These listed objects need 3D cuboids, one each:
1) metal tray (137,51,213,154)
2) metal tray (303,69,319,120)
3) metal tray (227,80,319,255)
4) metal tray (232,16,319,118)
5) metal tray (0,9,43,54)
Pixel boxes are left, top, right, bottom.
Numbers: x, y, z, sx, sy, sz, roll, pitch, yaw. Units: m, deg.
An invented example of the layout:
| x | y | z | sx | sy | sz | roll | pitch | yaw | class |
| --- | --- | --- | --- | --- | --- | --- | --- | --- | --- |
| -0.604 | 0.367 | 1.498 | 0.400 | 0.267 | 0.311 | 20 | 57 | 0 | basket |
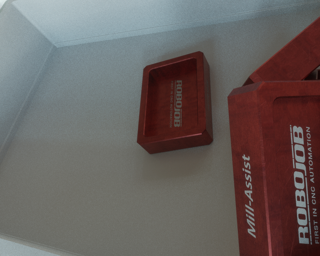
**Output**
| x | y | z | sx | sy | sz | roll | pitch | yaw | class |
| --- | --- | --- | --- | --- | --- | --- | --- | --- | --- |
| 0.020 | -0.035 | 0.413 | 0.090 | 0.030 | 0.130 | -11 | 57 | 22 | metal tray |
| 0.179 | -0.037 | 0.274 | 0.090 | 0.131 | 0.030 | -1 | 103 | 27 | metal tray |
| 0.094 | 0.036 | 0.196 | 0.030 | 0.091 | 0.129 | 174 | 92 | -69 | metal tray |
| 0.122 | -0.055 | 0.309 | 0.090 | 0.130 | 0.030 | -40 | 83 | 1 | metal tray |
| -0.344 | -0.230 | 0.728 | 0.130 | 0.030 | 0.090 | 26 | 75 | 37 | metal tray |
